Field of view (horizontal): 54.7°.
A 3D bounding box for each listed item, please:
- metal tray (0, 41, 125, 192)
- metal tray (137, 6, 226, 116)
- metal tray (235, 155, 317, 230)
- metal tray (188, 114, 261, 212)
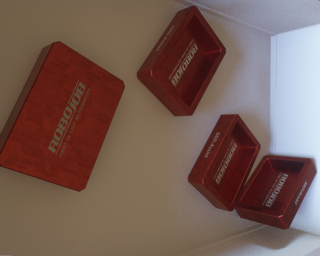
[{"bbox_3d":[-0.099,-0.010,0.320,0.090,0.030,0.130,30,71,-36],"label":"metal tray"},{"bbox_3d":[0.035,-0.092,0.432,0.090,0.030,0.130,44,63,-31],"label":"metal tray"},{"bbox_3d":[0.196,0.103,0.528,0.131,0.090,0.030,-46,118,-30],"label":"metal tray"},{"bbox_3d":[0.106,0.053,0.492,0.090,0.030,0.130,46,62,-30],"label":"metal tray"}]
